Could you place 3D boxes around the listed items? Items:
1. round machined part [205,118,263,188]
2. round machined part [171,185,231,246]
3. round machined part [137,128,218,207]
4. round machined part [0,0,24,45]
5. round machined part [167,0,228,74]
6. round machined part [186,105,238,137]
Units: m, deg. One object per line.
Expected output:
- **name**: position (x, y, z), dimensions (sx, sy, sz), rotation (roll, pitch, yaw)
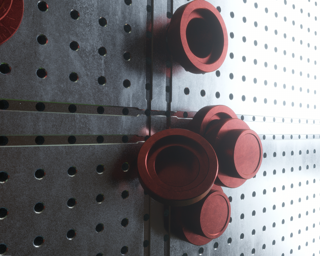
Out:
- **round machined part**: position (0.106, 0.035, 0.431), dimensions (0.099, 0.042, 0.097), rotation (0, 91, -40)
- **round machined part**: position (0.066, 0.122, 0.453), dimensions (0.099, 0.042, 0.097), rotation (0, 90, -40)
- **round machined part**: position (0.021, 0.052, 0.391), dimensions (0.098, 0.098, 0.042), rotation (-50, 160, -28)
- **round machined part**: position (-0.165, -0.114, 0.259), dimensions (0.099, 0.042, 0.097), rotation (0, 90, -40)
- **round machined part**: position (0.049, -0.125, 0.438), dimensions (0.099, 0.042, 0.097), rotation (0, 90, -40)
- **round machined part**: position (0.075, 0.015, 0.460), dimensions (0.099, 0.042, 0.097), rotation (0, 91, -40)
